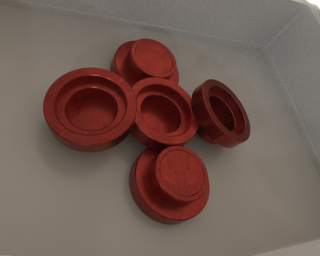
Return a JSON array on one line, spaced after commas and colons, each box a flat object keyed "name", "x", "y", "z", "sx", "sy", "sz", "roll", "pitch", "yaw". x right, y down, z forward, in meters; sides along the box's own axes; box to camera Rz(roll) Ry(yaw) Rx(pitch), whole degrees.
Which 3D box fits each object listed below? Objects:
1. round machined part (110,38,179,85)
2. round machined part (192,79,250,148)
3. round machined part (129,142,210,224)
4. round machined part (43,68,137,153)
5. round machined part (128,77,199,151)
[{"name": "round machined part", "x": -0.016, "y": -0.086, "z": 0.436, "sx": 0.099, "sy": 0.042, "sz": 0.098, "roll": 14, "pitch": 56, "yaw": -21}, {"name": "round machined part", "x": 0.079, "y": -0.016, "z": 0.434, "sx": 0.098, "sy": 0.042, "sz": 0.098, "roll": 27, "pitch": 46, "yaw": -31}, {"name": "round machined part", "x": 0.017, "y": 0.059, "z": 0.365, "sx": 0.099, "sy": 0.042, "sz": 0.098, "roll": 14, "pitch": 56, "yaw": -21}, {"name": "round machined part", "x": -0.077, "y": -0.017, "z": 0.351, "sx": 0.099, "sy": 0.042, "sz": 0.098, "roll": 4, "pitch": 62, "yaw": -7}, {"name": "round machined part", "x": -0.002, "y": -0.014, "z": 0.399, "sx": 0.099, "sy": 0.042, "sz": 0.098, "roll": 14, "pitch": 56, "yaw": -21}]
